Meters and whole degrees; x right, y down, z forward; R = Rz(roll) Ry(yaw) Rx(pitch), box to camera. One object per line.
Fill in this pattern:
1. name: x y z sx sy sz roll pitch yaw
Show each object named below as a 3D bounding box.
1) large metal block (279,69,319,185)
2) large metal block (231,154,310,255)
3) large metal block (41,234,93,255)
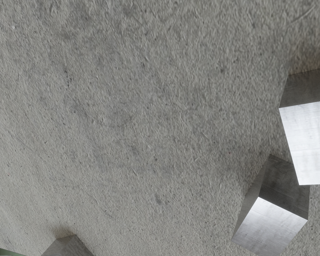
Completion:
1. large metal block: 0.151 -0.005 0.289 0.050 0.080 0.080 -10 114 32
2. large metal block: 0.129 0.091 0.359 0.050 0.080 0.079 25 127 13
3. large metal block: -0.196 0.283 0.670 0.080 0.050 0.080 -26 104 37
